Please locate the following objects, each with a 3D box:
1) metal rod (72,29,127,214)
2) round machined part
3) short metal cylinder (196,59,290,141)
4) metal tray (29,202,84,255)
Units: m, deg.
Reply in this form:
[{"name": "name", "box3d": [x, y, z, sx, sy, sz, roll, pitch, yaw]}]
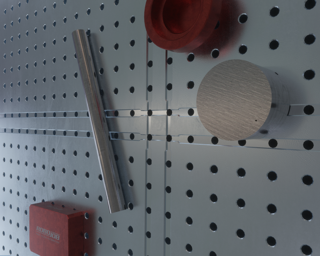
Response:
[{"name": "metal rod", "box3d": [-0.099, -0.018, 0.490, 0.025, 0.025, 0.299, -24, 75, 37]}, {"name": "round machined part", "box3d": [0.031, -0.139, 0.373, 0.098, 0.042, 0.097, 0, 90, 40]}, {"name": "short metal cylinder", "box3d": [0.086, -0.027, 0.322, 0.080, 0.050, 0.079, 0, 90, 40]}, {"name": "metal tray", "box3d": [-0.191, 0.190, 0.564, 0.130, 0.030, 0.089, -1, 90, 40]}]
